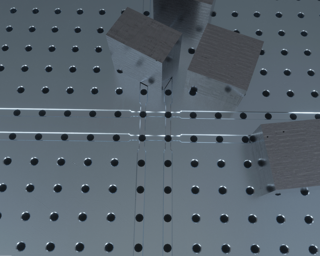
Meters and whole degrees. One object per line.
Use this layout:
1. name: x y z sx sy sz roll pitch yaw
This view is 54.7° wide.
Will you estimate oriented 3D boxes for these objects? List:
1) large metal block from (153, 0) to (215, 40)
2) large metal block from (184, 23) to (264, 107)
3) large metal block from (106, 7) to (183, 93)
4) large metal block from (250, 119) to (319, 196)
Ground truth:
1. large metal block: 0.037 -0.179 0.449 0.080 0.080 0.050 17 71 6
2. large metal block: 0.088 -0.087 0.432 0.080 0.050 0.080 21 71 7
3. large metal block: -0.020 -0.103 0.420 0.080 0.080 0.050 29 73 9
4. large metal block: 0.166 0.037 0.387 0.081 0.050 0.080 -5 70 -3
